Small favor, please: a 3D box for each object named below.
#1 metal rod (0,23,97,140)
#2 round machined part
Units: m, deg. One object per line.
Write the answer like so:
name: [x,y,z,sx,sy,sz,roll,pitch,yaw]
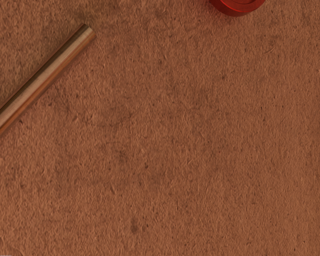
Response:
metal rod: [-0.179,-0.004,0.343,0.025,0.025,0.300,43,76,-15]
round machined part: [0.102,-0.206,0.438,0.099,0.042,0.097,0,90,-20]
